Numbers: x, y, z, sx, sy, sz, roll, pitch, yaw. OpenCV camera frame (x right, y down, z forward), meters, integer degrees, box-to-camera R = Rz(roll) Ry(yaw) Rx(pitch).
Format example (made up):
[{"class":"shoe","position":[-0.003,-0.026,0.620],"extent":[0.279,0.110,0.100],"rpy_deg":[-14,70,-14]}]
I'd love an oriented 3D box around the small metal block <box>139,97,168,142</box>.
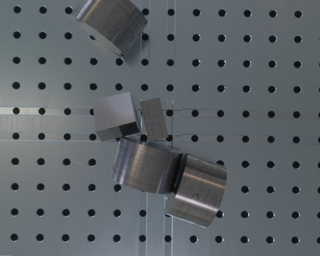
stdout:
[{"class":"small metal block","position":[-0.007,-0.010,0.401],"extent":[0.025,0.050,0.050],"rpy_deg":[-12,90,0]}]

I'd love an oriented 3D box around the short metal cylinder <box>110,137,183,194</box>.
[{"class":"short metal cylinder","position":[-0.016,0.045,0.385],"extent":[0.080,0.080,0.050],"rpy_deg":[15,91,0]}]

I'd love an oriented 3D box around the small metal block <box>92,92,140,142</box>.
[{"class":"small metal block","position":[-0.057,-0.015,0.401],"extent":[0.050,0.025,0.050],"rpy_deg":[-14,55,0]}]

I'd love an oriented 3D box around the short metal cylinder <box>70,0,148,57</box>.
[{"class":"short metal cylinder","position":[-0.063,-0.134,0.385],"extent":[0.080,0.080,0.050],"rpy_deg":[35,90,0]}]

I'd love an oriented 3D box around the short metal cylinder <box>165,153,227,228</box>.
[{"class":"short metal cylinder","position":[0.044,0.077,0.386],"extent":[0.050,0.080,0.080],"rpy_deg":[20,90,-1]}]
